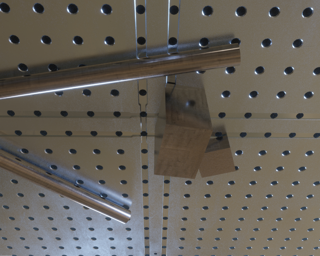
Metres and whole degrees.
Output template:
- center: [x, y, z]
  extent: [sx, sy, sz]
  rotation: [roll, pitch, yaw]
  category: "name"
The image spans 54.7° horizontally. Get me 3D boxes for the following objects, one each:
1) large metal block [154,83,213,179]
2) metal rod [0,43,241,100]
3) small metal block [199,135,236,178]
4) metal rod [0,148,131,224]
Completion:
- center: [0.024, 0.003, 0.379]
  extent: [0.050, 0.080, 0.079]
  rotation: [7, 130, -6]
  category: "large metal block"
- center: [-0.062, -0.062, 0.357]
  extent: [0.302, 0.025, 0.025]
  rotation: [-7, 130, 6]
  category: "metal rod"
- center: [0.079, 0.042, 0.448]
  extent: [0.050, 0.025, 0.050]
  rotation: [-13, 129, 11]
  category: "small metal block"
- center: [-0.172, 0.082, 0.479]
  extent: [0.301, 0.025, 0.025]
  rotation: [33, 123, -25]
  category: "metal rod"
